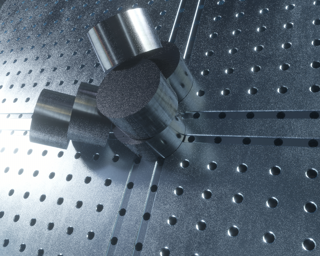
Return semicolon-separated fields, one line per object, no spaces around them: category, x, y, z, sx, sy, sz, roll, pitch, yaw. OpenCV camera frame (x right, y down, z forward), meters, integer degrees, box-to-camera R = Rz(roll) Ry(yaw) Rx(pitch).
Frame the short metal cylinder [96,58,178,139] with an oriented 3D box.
short metal cylinder;-0.026;-0.034;0.360;0.080;0.050;0.080;-13;56;21

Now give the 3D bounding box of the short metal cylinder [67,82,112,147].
short metal cylinder;-0.091;-0.018;0.422;0.050;0.080;0.080;14;61;-12

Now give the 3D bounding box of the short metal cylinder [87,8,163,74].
short metal cylinder;-0.043;-0.107;0.388;0.080;0.080;0.050;-22;97;15

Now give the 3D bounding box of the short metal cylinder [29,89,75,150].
short metal cylinder;-0.152;-0.013;0.452;0.050;0.080;0.080;14;61;-12

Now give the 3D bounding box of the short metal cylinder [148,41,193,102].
short metal cylinder;0.000;-0.075;0.437;0.080;0.050;0.080;-13;56;21

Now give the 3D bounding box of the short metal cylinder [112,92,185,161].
short metal cylinder;-0.014;-0.004;0.401;0.080;0.050;0.080;-13;56;21
